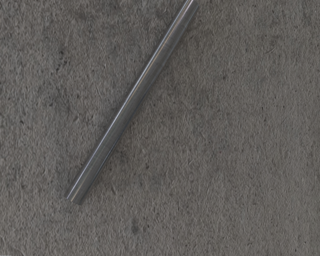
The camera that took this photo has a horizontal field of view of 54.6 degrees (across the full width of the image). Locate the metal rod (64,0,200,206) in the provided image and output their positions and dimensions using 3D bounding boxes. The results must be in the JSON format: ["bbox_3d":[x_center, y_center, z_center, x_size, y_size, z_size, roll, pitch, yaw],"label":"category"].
[{"bbox_3d":[-0.030,-0.041,0.397,0.025,0.025,0.300,33,79,-17],"label":"metal rod"}]
